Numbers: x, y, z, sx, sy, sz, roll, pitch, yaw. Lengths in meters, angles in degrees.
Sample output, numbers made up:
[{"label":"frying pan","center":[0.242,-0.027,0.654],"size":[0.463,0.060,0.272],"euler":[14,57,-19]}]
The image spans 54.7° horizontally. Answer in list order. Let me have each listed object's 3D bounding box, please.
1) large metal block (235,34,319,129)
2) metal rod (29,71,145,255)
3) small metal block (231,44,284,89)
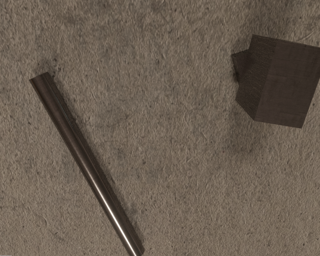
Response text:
[{"label":"large metal block","center":[0.125,-0.054,0.336],"size":[0.050,0.080,0.079],"euler":[9,110,-4]},{"label":"metal rod","center":[-0.093,0.064,0.432],"size":[0.025,0.025,0.299],"euler":[-22,109,7]},{"label":"small metal block","center":[0.121,-0.073,0.385],"size":[0.050,0.025,0.050],"euler":[-17,110,6]}]
